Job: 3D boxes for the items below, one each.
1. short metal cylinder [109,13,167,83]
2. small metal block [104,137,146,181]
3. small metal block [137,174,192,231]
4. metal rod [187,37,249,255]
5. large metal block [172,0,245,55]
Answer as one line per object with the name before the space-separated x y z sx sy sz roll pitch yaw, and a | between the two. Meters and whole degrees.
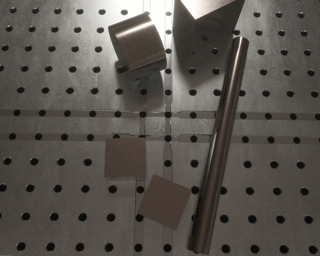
short metal cylinder | -0.031 -0.108 0.422 0.050 0.080 0.080 -24 72 -9
small metal block | -0.043 0.040 0.397 0.050 0.025 0.050 -1 70 -1
small metal block | 0.006 0.091 0.379 0.050 0.025 0.050 22 71 7
metal rod | 0.082 0.008 0.409 0.025 0.025 0.299 14 70 5
large metal block | 0.067 -0.163 0.443 0.080 0.080 0.050 -28 73 -10
